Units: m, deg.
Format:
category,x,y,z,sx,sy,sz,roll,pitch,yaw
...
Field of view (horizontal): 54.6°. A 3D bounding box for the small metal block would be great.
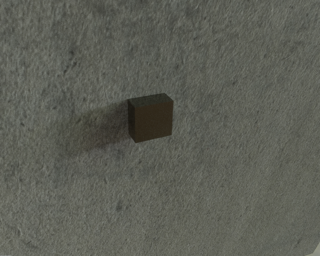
category,x,y,z,sx,sy,sz,roll,pitch,yaw
small metal block,-0.012,-0.013,0.391,0.050,0.025,0.050,-12,124,-22
